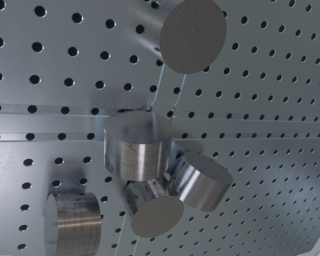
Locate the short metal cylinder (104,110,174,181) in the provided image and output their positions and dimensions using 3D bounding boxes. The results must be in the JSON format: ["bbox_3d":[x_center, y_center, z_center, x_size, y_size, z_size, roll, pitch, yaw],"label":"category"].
[{"bbox_3d":[-0.026,0.019,0.373,0.081,0.080,0.050,-8,122,-24],"label":"short metal cylinder"}]

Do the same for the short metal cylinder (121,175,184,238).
[{"bbox_3d":[-0.012,0.114,0.458,0.081,0.050,0.079,-13,125,-19],"label":"short metal cylinder"}]

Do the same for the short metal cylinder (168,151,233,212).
[{"bbox_3d":[0.060,0.077,0.456,0.081,0.080,0.050,16,110,-35],"label":"short metal cylinder"}]

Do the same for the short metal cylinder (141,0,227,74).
[{"bbox_3d":[0.026,-0.106,0.343,0.081,0.050,0.079,-14,124,-21],"label":"short metal cylinder"}]

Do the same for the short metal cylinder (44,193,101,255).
[{"bbox_3d":[-0.112,0.123,0.390,0.050,0.080,0.079,4,116,-30],"label":"short metal cylinder"}]
